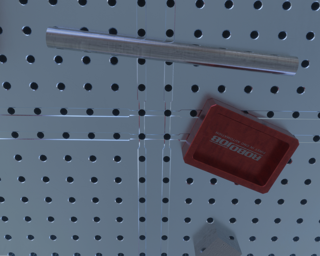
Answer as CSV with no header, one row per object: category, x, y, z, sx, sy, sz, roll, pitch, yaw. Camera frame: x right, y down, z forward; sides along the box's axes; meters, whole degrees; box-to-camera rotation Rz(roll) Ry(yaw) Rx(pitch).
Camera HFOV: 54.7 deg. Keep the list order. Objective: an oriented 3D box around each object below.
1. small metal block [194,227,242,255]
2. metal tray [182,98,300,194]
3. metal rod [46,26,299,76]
small metal block,0.090,0.192,0.486,0.050,0.025,0.050,38,105,-13
metal tray,0.107,0.026,0.421,0.131,0.030,0.089,22,108,-9
metal rod,0.017,-0.093,0.379,0.302,0.025,0.025,6,110,-3
